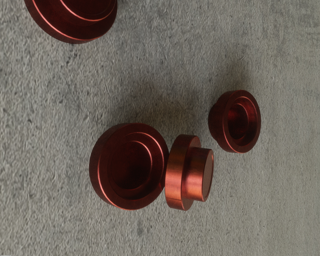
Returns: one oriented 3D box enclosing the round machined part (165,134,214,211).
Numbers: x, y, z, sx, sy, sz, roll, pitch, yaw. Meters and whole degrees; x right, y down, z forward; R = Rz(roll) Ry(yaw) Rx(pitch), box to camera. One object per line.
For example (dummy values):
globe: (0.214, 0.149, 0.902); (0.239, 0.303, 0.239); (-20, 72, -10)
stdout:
round machined part: (0.043, 0.058, 0.401); (0.098, 0.042, 0.097); (5, 91, -70)

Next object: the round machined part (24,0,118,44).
round machined part: (-0.085, -0.141, 0.322); (0.099, 0.042, 0.097); (0, 90, -40)

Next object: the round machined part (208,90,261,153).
round machined part: (0.114, -0.010, 0.489); (0.099, 0.042, 0.097); (0, 90, -40)

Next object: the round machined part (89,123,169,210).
round machined part: (-0.038, 0.043, 0.361); (0.099, 0.042, 0.097); (0, 90, -40)
